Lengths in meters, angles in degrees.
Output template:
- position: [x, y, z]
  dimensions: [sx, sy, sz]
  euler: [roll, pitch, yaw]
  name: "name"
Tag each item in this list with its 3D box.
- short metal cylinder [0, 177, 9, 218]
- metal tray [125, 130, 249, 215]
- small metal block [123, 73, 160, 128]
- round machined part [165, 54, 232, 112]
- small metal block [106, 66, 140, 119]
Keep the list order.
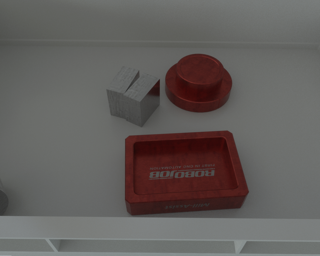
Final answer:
- position: [-0.202, 0.067, 0.310]
  dimensions: [0.081, 0.080, 0.050]
  euler: [-27, 55, -21]
  name: "short metal cylinder"
- position: [0.026, 0.049, 0.360]
  dimensions: [0.131, 0.030, 0.090]
  euler: [-3, 50, -3]
  name: "metal tray"
- position: [-0.023, -0.038, 0.420]
  dimensions: [0.025, 0.050, 0.050]
  euler: [24, 54, 18]
  name: "small metal block"
- position: [0.057, -0.072, 0.456]
  dimensions: [0.099, 0.042, 0.098]
  euler: [0, 50, 0]
  name: "round machined part"
- position: [-0.049, -0.049, 0.429]
  dimensions: [0.025, 0.050, 0.050]
  euler: [16, 52, 12]
  name: "small metal block"
